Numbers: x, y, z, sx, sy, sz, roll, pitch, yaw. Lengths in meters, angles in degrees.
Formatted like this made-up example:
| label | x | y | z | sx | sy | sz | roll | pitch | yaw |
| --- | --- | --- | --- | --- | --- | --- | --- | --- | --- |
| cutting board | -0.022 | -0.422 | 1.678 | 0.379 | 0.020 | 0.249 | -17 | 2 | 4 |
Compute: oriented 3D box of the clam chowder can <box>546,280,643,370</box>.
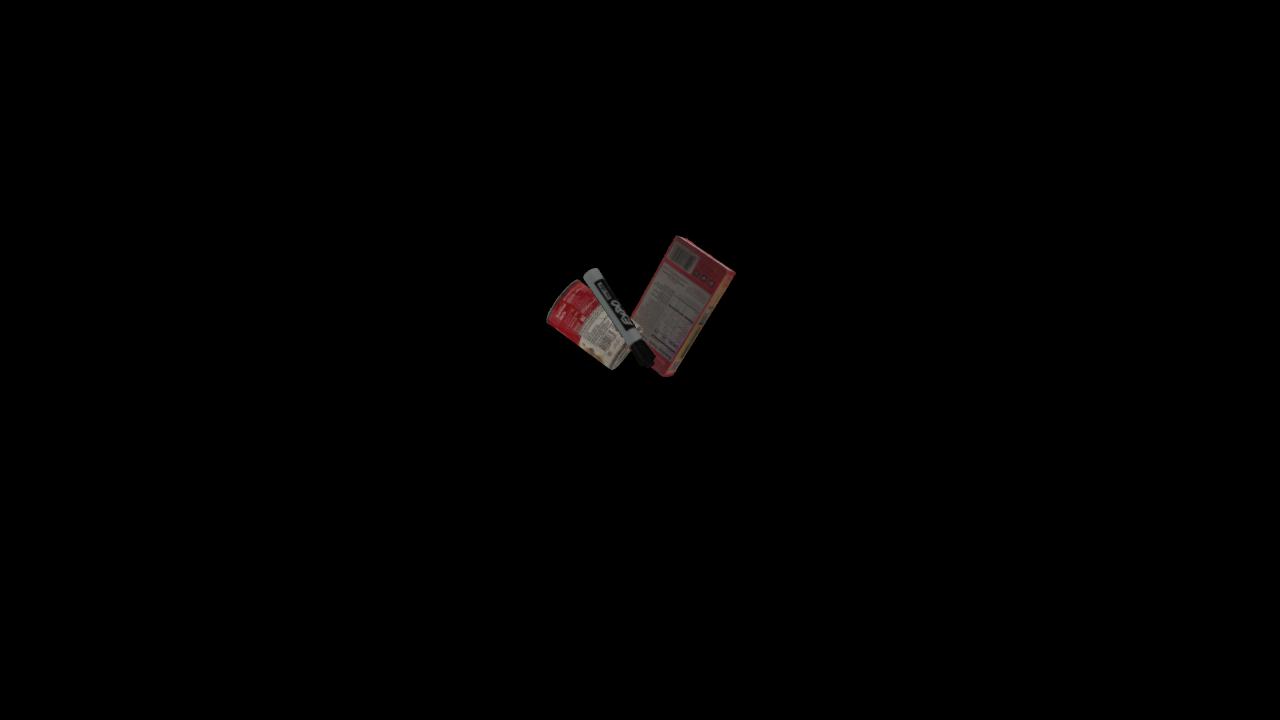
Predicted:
| label | x | y | z | sx | sy | sz | roll | pitch | yaw |
| --- | --- | --- | --- | --- | --- | --- | --- | --- | --- |
| clam chowder can | -0.055 | -0.043 | 0.760 | 0.102 | 0.068 | 0.068 | 36 | 4 | 6 |

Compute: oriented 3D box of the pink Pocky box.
| label | x | y | z | sx | sy | sz | roll | pitch | yaw |
| --- | --- | --- | --- | --- | --- | --- | --- | --- | --- |
| pink Pocky box | 0.042 | -0.065 | 0.756 | 0.084 | 0.155 | 0.029 | 40 | 21 | 25 |

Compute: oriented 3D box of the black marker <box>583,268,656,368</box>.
| label | x | y | z | sx | sy | sz | roll | pitch | yaw |
| --- | --- | --- | --- | --- | --- | --- | --- | --- | --- |
| black marker | -0.021 | -0.043 | 0.630 | 0.020 | 0.121 | 0.020 | -30 | -16 | -10 |
